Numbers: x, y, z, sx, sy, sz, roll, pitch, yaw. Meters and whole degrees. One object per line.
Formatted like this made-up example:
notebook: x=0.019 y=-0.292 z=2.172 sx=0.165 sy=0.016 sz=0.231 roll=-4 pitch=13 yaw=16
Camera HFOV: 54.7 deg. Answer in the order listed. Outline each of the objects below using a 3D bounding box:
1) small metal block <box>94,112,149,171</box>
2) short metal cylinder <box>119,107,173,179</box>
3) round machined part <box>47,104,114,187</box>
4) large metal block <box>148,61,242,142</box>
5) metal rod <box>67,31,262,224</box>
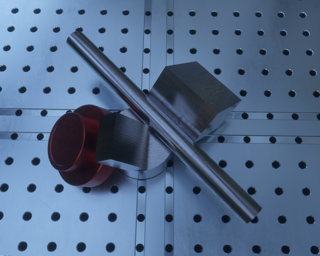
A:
small metal block: x=-0.040 y=0.016 z=0.333 sx=0.025 sy=0.050 sz=0.050 roll=-13 pitch=65 yaw=38
short metal cylinder: x=-0.024 y=0.020 z=0.387 sx=0.081 sy=0.050 sz=0.080 roll=0 pitch=70 yaw=0
round machined part: x=-0.094 y=0.019 z=0.364 sx=0.098 sy=0.042 sz=0.098 roll=-12 pitch=70 yaw=36
large metal block: x=0.043 y=-0.035 z=0.385 sx=0.080 sy=0.050 sz=0.080 roll=44 pitch=33 yaw=14
metal rod: x=-0.006 y=-0.011 z=0.359 sx=0.025 sy=0.025 sz=0.300 roll=-42 pitch=75 yaw=-14
